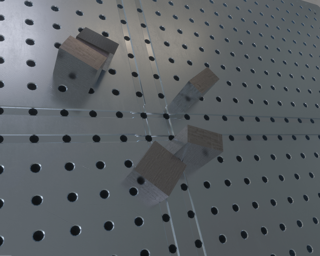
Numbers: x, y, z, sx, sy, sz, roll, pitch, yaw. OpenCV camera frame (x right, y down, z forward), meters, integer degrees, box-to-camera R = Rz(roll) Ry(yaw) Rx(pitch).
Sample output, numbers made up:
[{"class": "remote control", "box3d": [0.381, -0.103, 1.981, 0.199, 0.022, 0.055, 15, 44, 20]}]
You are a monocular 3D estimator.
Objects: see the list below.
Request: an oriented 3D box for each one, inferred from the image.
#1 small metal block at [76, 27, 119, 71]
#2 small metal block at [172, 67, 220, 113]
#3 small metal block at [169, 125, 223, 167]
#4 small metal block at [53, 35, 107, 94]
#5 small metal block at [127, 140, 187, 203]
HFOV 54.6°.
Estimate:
[{"class": "small metal block", "box3d": [-0.086, -0.106, 0.414, 0.050, 0.025, 0.050, 25, 28, -13]}, {"class": "small metal block", "box3d": [0.052, -0.056, 0.454, 0.025, 0.050, 0.050, 47, 51, 4]}, {"class": "small metal block", "box3d": [0.046, 0.024, 0.401, 0.050, 0.050, 0.025, 15, 56, -20]}, {"class": "small metal block", "box3d": [-0.100, -0.078, 0.385, 0.050, 0.050, 0.025, 31, 53, -9]}, {"class": "small metal block", "box3d": [-0.003, 0.052, 0.374, 0.050, 0.025, 0.050, 38, 51, -2]}]
